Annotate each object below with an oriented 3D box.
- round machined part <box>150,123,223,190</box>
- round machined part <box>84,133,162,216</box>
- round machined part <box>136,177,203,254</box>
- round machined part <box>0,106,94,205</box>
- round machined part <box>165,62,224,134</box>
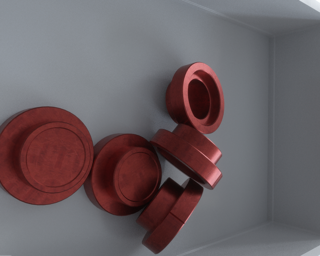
[{"bbox_3d":[0.038,0.031,0.389,0.098,0.098,0.042,44,78,-31],"label":"round machined part"},{"bbox_3d":[-0.036,0.055,0.367,0.099,0.042,0.097,0,90,-40],"label":"round machined part"},{"bbox_3d":[0.007,0.100,0.380,0.042,0.098,0.098,37,62,5],"label":"round machined part"},{"bbox_3d":[-0.109,0.027,0.305,0.099,0.042,0.097,0,90,-40],"label":"round machined part"},{"bbox_3d":[0.045,-0.038,0.429,0.099,0.042,0.097,9,78,-47],"label":"round machined part"}]
